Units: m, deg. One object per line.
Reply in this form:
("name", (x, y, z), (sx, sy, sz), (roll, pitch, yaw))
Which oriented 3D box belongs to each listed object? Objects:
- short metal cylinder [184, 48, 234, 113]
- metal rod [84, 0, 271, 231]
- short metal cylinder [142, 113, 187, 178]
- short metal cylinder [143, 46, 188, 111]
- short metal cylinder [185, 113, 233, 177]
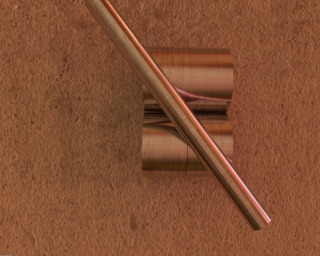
("short metal cylinder", (0.057, -0.059, 0.384), (0.050, 0.080, 0.079), (1, 90, 0))
("metal rod", (0.019, -0.018, 0.331), (0.025, 0.025, 0.299), (-37, 90, 0))
("short metal cylinder", (0.005, 0.021, 0.384), (0.050, 0.080, 0.079), (1, 90, 0))
("short metal cylinder", (0.006, -0.060, 0.384), (0.050, 0.080, 0.079), (1, 90, 0))
("short metal cylinder", (0.056, 0.021, 0.384), (0.050, 0.080, 0.079), (1, 90, 0))
